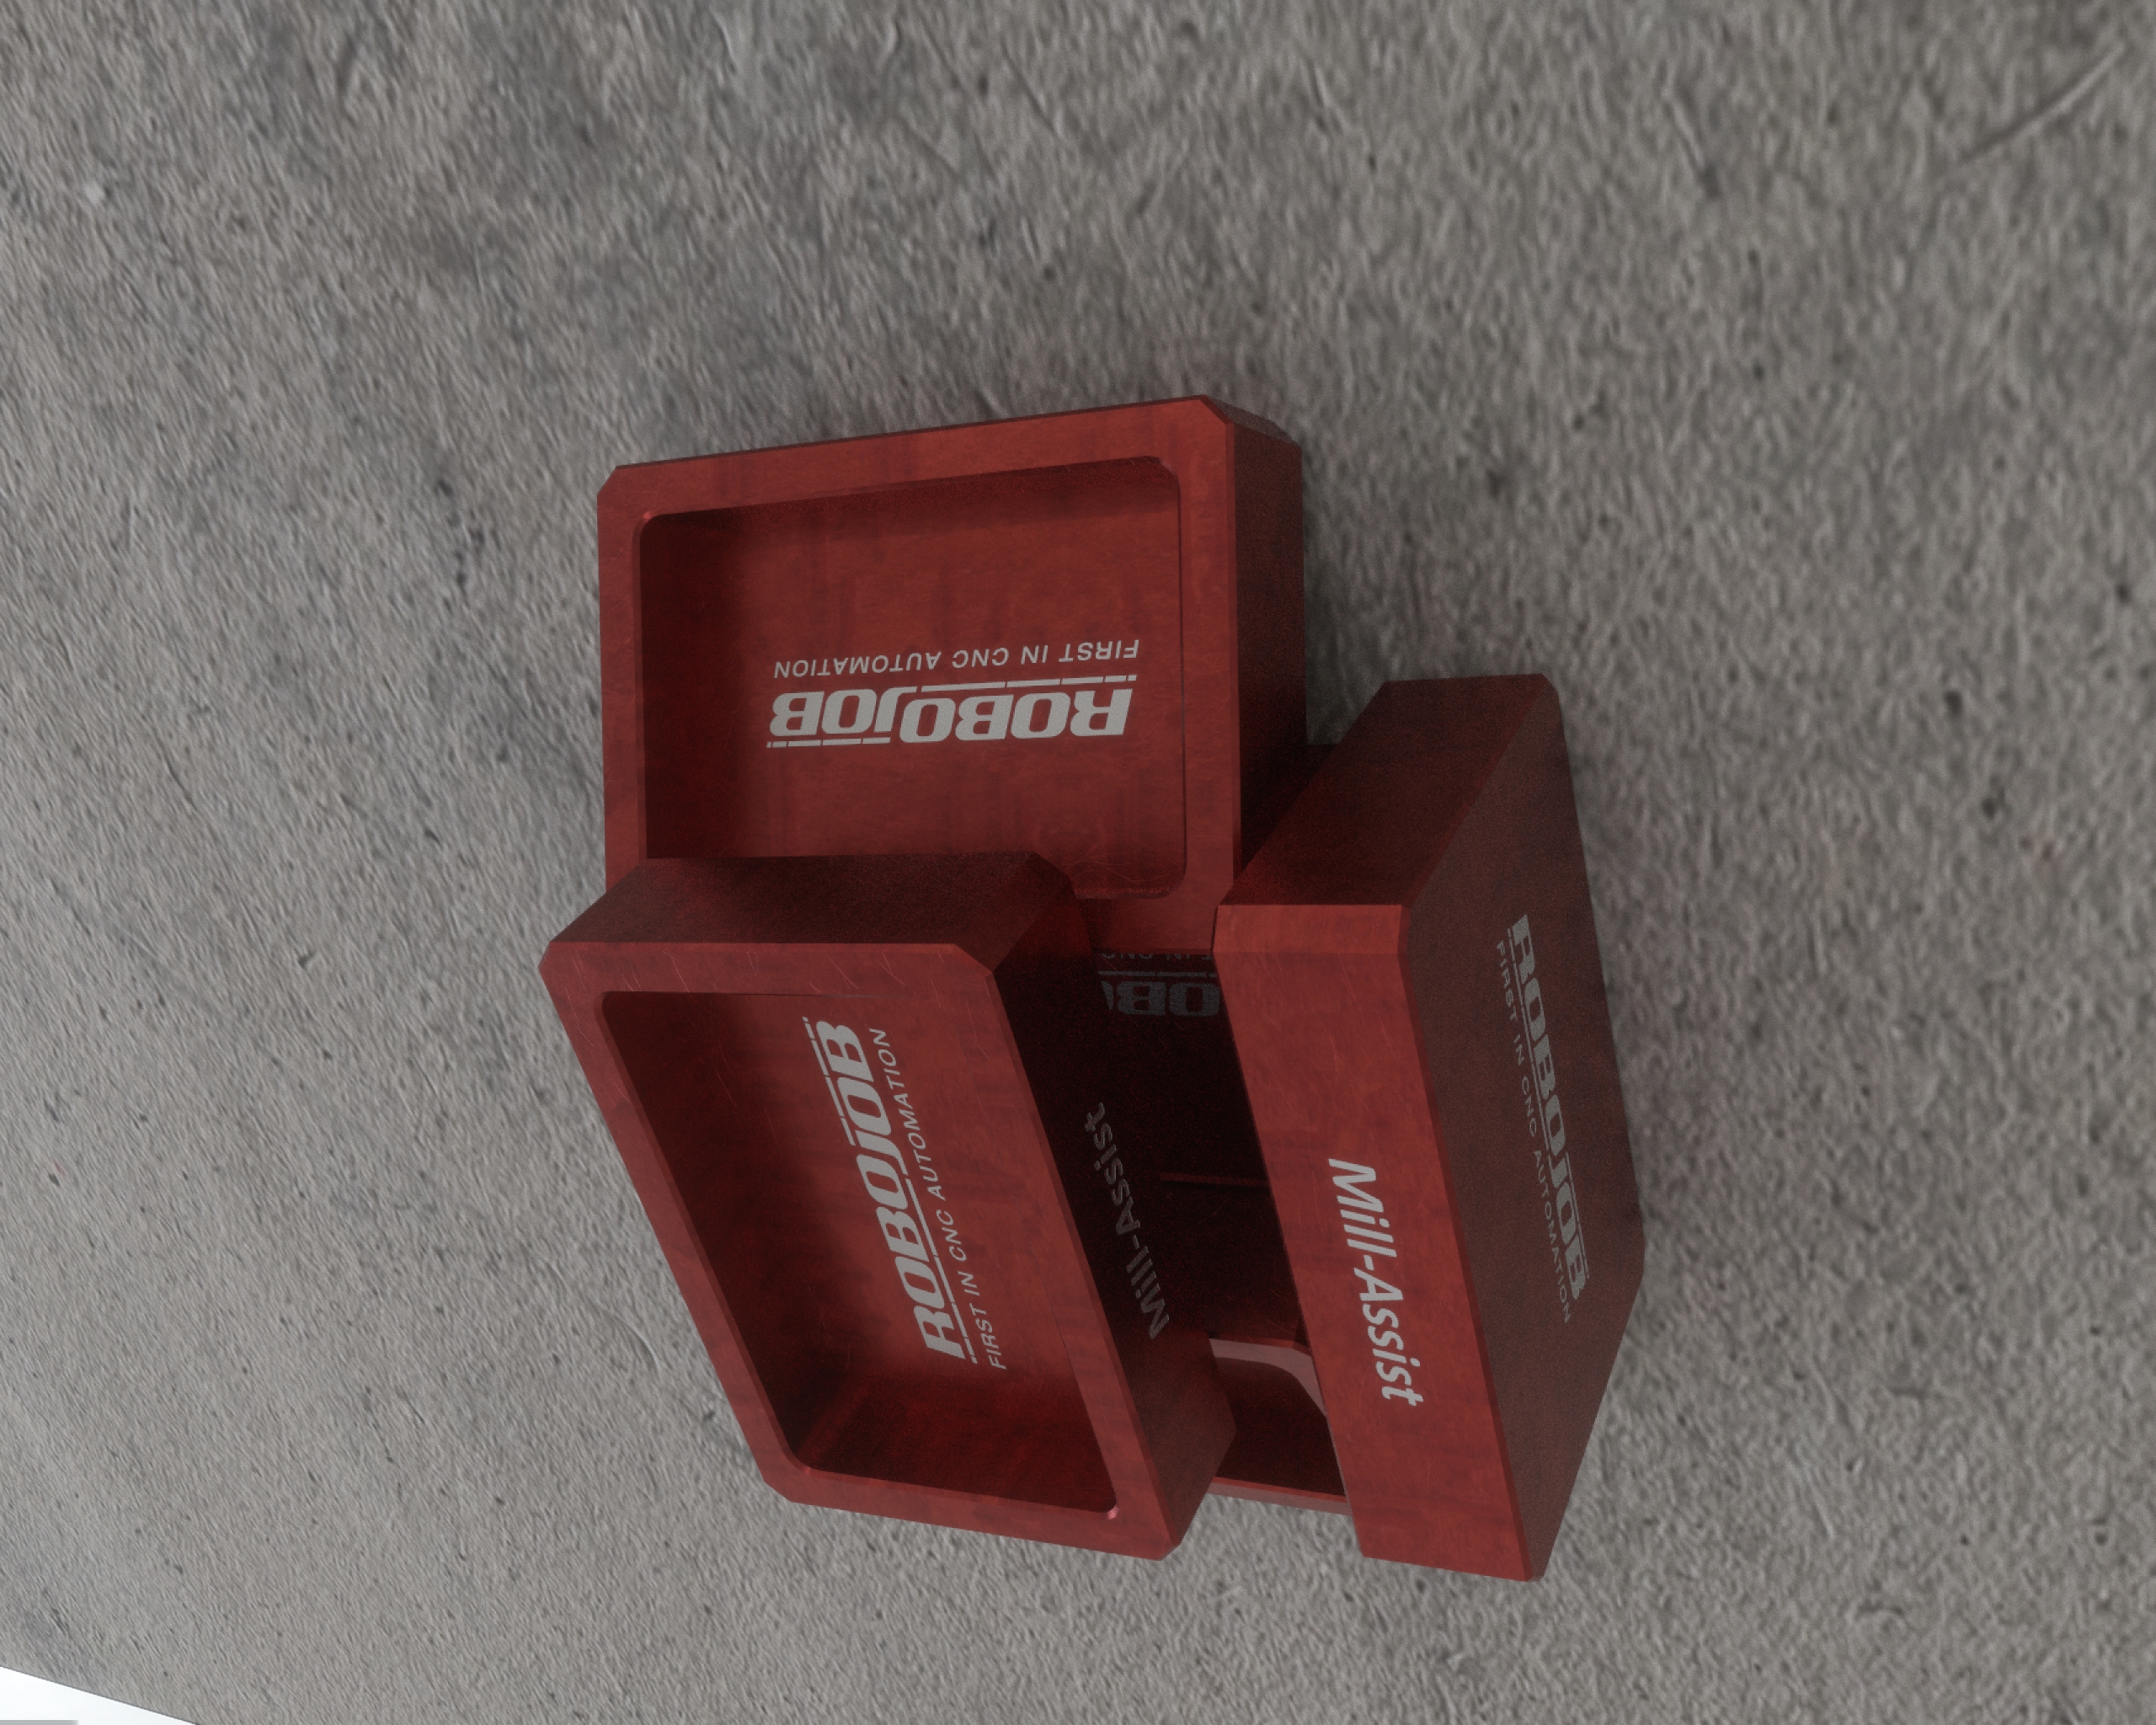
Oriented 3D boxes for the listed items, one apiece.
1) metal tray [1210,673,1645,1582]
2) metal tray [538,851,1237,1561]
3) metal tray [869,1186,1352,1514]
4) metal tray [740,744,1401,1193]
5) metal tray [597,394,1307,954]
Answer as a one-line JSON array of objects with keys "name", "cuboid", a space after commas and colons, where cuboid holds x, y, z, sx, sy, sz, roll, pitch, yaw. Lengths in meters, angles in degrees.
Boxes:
[{"name": "metal tray", "cuboid": [0.065, 0.044, 0.357, 0.030, 0.090, 0.129, -1, 118, 29]}, {"name": "metal tray", "cuboid": [-0.031, 0.062, 0.371, 0.090, 0.030, 0.129, -1, 120, 28]}, {"name": "metal tray", "cuboid": [0.006, 0.100, 0.439, 0.130, 0.030, 0.090, 0, 144, 28]}, {"name": "metal tray", "cuboid": [0.003, 0.025, 0.416, 0.130, 0.030, 0.089, -1, 118, 28]}, {"name": "metal tray", "cuboid": [-0.025, -0.030, 0.374, 0.130, 0.030, 0.089, 0, 91, 28]}]
